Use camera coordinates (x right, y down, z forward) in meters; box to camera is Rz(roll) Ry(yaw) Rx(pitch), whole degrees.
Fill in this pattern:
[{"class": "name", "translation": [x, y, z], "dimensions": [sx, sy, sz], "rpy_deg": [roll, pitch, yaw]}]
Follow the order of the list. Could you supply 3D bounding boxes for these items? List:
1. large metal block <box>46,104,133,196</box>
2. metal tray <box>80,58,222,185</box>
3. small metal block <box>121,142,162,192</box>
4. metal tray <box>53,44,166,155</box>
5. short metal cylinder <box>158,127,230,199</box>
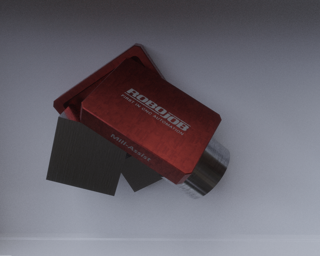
[{"class": "large metal block", "translation": [-0.081, 0.025, 0.370], "dimensions": [0.080, 0.050, 0.079], "rpy_deg": [15, 109, -6]}, {"class": "metal tray", "translation": [-0.008, -0.011, 0.340], "dimensions": [0.130, 0.090, 0.030], "rpy_deg": [33, 145, 3]}, {"class": "small metal block", "translation": [-0.025, 0.053, 0.429], "dimensions": [0.050, 0.025, 0.050], "rpy_deg": [-27, 108, 9]}, {"class": "metal tray", "translation": [-0.054, -0.034, 0.393], "dimensions": [0.130, 0.030, 0.090], "rpy_deg": [-32, 107, 10]}, {"class": "short metal cylinder", "translation": [0.043, 0.043, 0.398], "dimensions": [0.050, 0.080, 0.080], "rpy_deg": [38, 106, -13]}]
